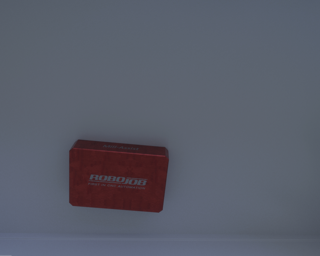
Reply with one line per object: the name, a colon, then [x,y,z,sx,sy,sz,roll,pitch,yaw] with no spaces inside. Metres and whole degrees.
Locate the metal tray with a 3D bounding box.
metal tray: [-0.057,0.068,0.433,0.131,0.030,0.089,5,110,-3]
